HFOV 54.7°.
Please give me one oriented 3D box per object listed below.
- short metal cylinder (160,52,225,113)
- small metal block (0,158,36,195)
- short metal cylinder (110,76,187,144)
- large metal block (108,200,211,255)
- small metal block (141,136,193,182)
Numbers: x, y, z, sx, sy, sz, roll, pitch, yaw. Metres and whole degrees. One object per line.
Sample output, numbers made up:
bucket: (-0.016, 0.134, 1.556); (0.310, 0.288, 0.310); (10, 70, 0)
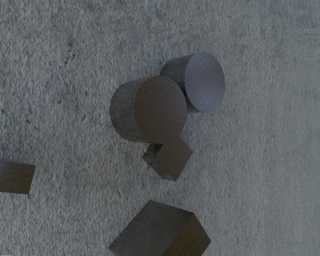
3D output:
short metal cylinder: (0.045, -0.061, 0.428); (0.081, 0.050, 0.079); (0, 90, -40)
small metal block: (-0.144, 0.039, 0.268); (0.050, 0.050, 0.025); (17, 79, -39)
short metal cylinder: (-0.013, -0.021, 0.379); (0.081, 0.050, 0.079); (0, 90, -40)
large metal block: (-0.001, 0.140, 0.371); (0.080, 0.080, 0.050); (-44, 117, -31)
small metal block: (0.011, 0.036, 0.416); (0.050, 0.025, 0.050); (49, 61, -29)
